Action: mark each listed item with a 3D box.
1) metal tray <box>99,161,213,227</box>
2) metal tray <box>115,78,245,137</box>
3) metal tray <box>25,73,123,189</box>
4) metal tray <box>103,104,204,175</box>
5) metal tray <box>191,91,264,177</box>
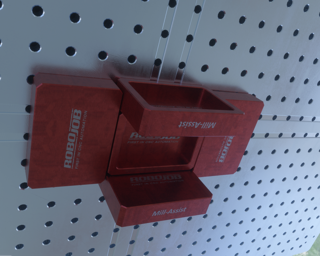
[{"bbox_3d":[-0.007,0.081,0.415,0.131,0.090,0.030,1,118,-29],"label":"metal tray"},{"bbox_3d":[0.022,-0.025,0.367,0.131,0.090,0.030,1,118,-29],"label":"metal tray"},{"bbox_3d":[-0.101,0.007,0.357,0.091,0.030,0.129,1,118,-29],"label":"metal tray"},{"bbox_3d":[-0.005,0.014,0.413,0.131,0.030,0.089,1,118,-29],"label":"metal tray"},{"bbox_3d":[0.093,0.011,0.466,0.091,0.030,0.129,0,118,-30],"label":"metal tray"}]
